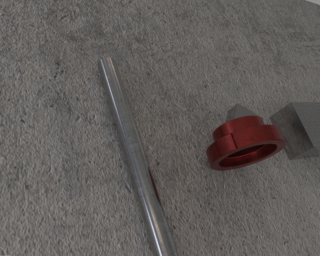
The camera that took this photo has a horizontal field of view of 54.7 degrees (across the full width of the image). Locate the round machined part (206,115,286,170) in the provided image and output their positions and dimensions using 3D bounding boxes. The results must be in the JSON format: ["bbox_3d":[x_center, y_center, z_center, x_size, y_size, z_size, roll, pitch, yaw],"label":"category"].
[{"bbox_3d":[0.107,0.018,0.403,0.099,0.097,0.042,-1,62,-29],"label":"round machined part"}]

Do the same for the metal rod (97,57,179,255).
[{"bbox_3d":[-0.025,0.044,0.363,0.025,0.025,0.299,-6,65,-31],"label":"metal rod"}]

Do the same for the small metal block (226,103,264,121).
[{"bbox_3d":[0.128,-0.002,0.474,0.050,0.025,0.050,28,52,-11],"label":"small metal block"}]

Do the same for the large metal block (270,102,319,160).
[{"bbox_3d":[0.244,0.004,0.517,0.081,0.050,0.080,-2,63,-29],"label":"large metal block"}]
